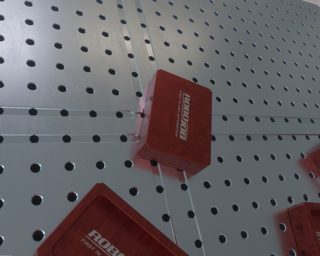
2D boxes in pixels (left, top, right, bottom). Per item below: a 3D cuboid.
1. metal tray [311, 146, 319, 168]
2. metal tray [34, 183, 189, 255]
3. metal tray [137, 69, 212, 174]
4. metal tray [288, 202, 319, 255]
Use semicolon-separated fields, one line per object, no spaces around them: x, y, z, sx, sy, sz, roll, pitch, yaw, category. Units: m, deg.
0.331;0.077;0.535;0.091;0.030;0.130;-25;75;-37;metal tray
-0.041;0.129;0.303;0.130;0.030;0.090;41;51;-1;metal tray
0.024;-0.011;0.424;0.091;0.030;0.130;19;54;-17;metal tray
0.253;0.157;0.443;0.131;0.030;0.090;10;58;-23;metal tray
